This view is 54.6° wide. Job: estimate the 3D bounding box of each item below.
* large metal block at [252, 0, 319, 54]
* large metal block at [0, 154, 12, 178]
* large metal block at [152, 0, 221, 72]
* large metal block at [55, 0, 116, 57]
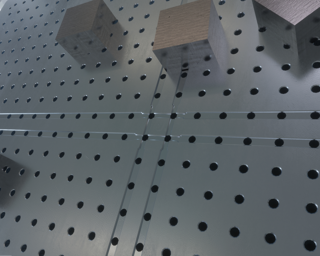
[{"bbox_3d":[0.178,-0.154,0.394,0.080,0.050,0.080,-37,51,4],"label":"large metal block"},{"bbox_3d":[-0.310,0.068,0.516,0.080,0.050,0.080,15,70,34],"label":"large metal block"},{"bbox_3d":[0.041,-0.135,0.454,0.080,0.050,0.080,-5,59,25],"label":"large metal block"},{"bbox_3d":[-0.138,-0.187,0.581,0.080,0.050,0.080,-6,59,25],"label":"large metal block"}]
